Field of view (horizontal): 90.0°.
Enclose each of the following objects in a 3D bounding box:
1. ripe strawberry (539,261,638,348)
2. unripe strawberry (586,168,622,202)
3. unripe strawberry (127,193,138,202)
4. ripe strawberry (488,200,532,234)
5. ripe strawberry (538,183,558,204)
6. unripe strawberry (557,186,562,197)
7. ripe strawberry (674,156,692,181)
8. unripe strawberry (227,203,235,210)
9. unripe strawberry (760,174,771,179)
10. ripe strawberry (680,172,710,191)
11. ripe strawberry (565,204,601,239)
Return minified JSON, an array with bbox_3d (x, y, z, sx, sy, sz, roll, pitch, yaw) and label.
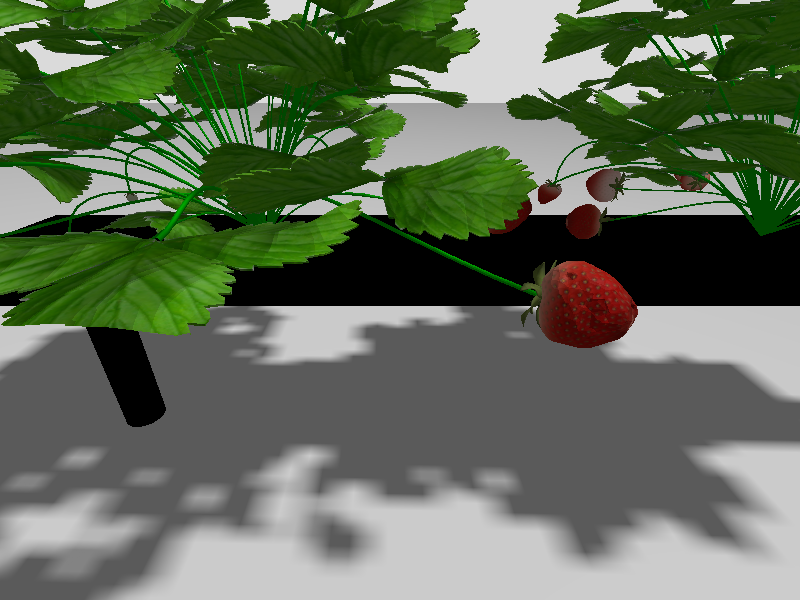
[{"bbox_3d":[0.091,0.004,0.197,0.044,0.046,0.040,22,35,34],"label":"ripe strawberry"},{"bbox_3d":[0.238,-0.135,0.468,0.033,0.038,0.036,-19,33,-31],"label":"unripe strawberry"},{"bbox_3d":[-0.293,-0.111,0.438,0.010,0.011,0.011,14,31,24],"label":"unripe strawberry"},{"bbox_3d":[0.091,-0.083,0.360,0.052,0.045,0.052,0,28,-2],"label":"ripe strawberry"},{"bbox_3d":[0.169,-0.121,0.460,0.023,0.023,0.025,38,41,16],"label":"ripe strawberry"},{"bbox_3d":[0.183,-0.128,0.472,0.015,0.015,0.014,22,35,35],"label":"unripe strawberry"},{"bbox_3d":[0.412,-0.189,0.576,0.034,0.036,0.037,9,29,16],"label":"ripe strawberry"},{"bbox_3d":[-0.182,-0.106,0.438,0.013,0.014,0.014,-19,33,-31],"label":"unripe strawberry"},{"bbox_3d":[0.470,-0.158,0.515,0.011,0.011,0.010,20,34,33],"label":"unripe strawberry"},{"bbox_3d":[0.378,-0.155,0.515,0.032,0.027,0.032,7,22,13],"label":"ripe strawberry"},{"bbox_3d":[0.160,-0.069,0.351,0.029,0.030,0.026,-2,28,-2],"label":"ripe strawberry"}]
